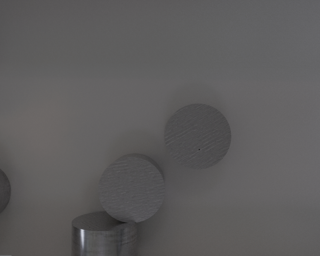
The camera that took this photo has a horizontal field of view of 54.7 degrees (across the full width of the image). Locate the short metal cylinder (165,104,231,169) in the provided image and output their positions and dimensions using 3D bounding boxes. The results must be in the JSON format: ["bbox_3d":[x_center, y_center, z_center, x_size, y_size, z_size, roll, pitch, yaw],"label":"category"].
[{"bbox_3d":[0.046,0.010,0.399,0.081,0.050,0.080,0,90,0],"label":"short metal cylinder"}]

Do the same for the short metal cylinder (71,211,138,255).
[{"bbox_3d":[-0.068,0.139,0.383,0.081,0.080,0.050,1,90,0],"label":"short metal cylinder"}]

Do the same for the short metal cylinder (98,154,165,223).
[{"bbox_3d":[-0.034,0.075,0.399,0.081,0.050,0.080,0,90,0],"label":"short metal cylinder"}]

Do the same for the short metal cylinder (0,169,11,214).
[{"bbox_3d":[-0.244,0.086,0.397,0.081,0.050,0.080,0,90,0],"label":"short metal cylinder"}]
